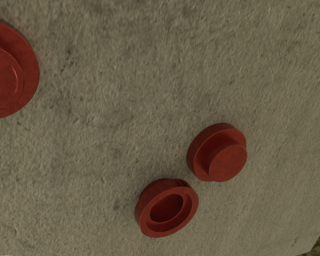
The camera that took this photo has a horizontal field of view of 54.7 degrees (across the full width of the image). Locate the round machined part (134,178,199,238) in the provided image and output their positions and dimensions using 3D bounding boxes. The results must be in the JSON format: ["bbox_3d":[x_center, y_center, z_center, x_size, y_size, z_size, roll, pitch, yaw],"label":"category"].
[{"bbox_3d":[0.006,0.116,0.473,0.099,0.042,0.097,-14,125,-21],"label":"round machined part"}]

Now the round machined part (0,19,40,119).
[{"bbox_3d":[-0.161,-0.049,0.278,0.099,0.042,0.097,-14,125,-21],"label":"round machined part"}]

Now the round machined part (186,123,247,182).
[{"bbox_3d":[0.094,0.044,0.477,0.099,0.042,0.097,-14,125,-21],"label":"round machined part"}]
